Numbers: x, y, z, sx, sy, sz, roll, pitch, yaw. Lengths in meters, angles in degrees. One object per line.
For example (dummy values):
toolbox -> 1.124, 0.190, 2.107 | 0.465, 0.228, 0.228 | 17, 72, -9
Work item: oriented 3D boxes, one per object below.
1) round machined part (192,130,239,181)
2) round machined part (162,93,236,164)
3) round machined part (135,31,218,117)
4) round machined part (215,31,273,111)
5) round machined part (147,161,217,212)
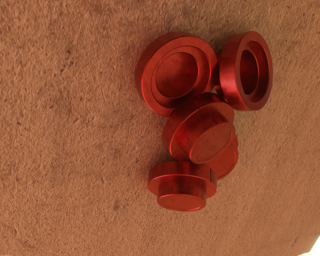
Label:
round machined part -> 0.079, 0.042, 0.468 | 0.099, 0.042, 0.097 | -14, 125, -21
round machined part -> 0.055, 0.007, 0.391 | 0.099, 0.042, 0.097 | -22, 140, -20
round machined part -> 0.016, -0.065, 0.367 | 0.099, 0.042, 0.097 | -14, 125, -21
round machined part -> 0.102, -0.070, 0.394 | 0.099, 0.042, 0.097 | -3, 94, -46
round machined part -> 0.031, 0.087, 0.437 | 0.099, 0.042, 0.098 | 4, 147, 3
